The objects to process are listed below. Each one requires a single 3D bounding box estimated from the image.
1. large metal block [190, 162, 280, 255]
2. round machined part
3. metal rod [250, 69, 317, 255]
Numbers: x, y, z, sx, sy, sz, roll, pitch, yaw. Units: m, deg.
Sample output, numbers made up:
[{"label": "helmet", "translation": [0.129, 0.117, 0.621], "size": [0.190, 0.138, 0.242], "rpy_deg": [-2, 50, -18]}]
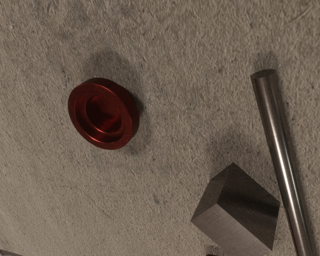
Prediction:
[{"label": "large metal block", "translation": [0.096, 0.104, 0.384], "size": [0.080, 0.080, 0.050], "rpy_deg": [41, 129, 0]}, {"label": "round machined part", "translation": [-0.071, -0.022, 0.418], "size": [0.098, 0.042, 0.097], "rpy_deg": [13, 124, 20]}, {"label": "metal rod", "translation": [0.156, 0.074, 0.369], "size": [0.025, 0.025, 0.298], "rpy_deg": [-8, 115, 31]}]
